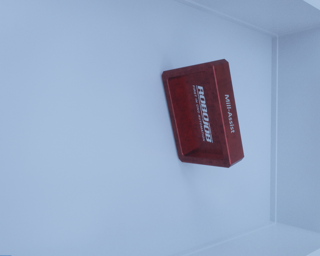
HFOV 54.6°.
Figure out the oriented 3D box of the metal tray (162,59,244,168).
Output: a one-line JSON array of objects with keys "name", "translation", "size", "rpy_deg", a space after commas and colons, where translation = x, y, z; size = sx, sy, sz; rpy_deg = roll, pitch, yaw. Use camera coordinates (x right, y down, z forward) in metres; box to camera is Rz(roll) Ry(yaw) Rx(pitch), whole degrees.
[{"name": "metal tray", "translation": [0.054, -0.017, 0.405], "size": [0.030, 0.090, 0.129], "rpy_deg": [-21, 104, -39]}]
